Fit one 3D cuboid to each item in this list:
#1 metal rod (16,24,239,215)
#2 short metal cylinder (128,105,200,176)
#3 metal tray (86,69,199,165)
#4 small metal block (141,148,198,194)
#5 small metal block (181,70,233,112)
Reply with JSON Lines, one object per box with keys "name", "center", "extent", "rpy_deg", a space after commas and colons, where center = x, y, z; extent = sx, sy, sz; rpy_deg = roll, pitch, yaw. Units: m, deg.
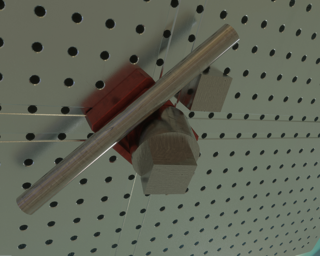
{"name": "metal rod", "center": [-0.034, -0.010, 0.346], "extent": [0.300, 0.025, 0.025], "rpy_deg": [-40, 129, -1]}
{"name": "short metal cylinder", "center": [0.003, 0.019, 0.379], "extent": [0.081, 0.050, 0.079], "rpy_deg": [-8, 131, -9]}
{"name": "metal tray", "center": [-0.018, 0.000, 0.398], "extent": [0.090, 0.030, 0.130], "rpy_deg": [-42, 130, 0]}
{"name": "small metal block", "center": [0.009, 0.051, 0.358], "extent": [0.050, 0.025, 0.050], "rpy_deg": [4, 129, -18]}
{"name": "small metal block", "center": [0.062, -0.050, 0.414], "extent": [0.050, 0.025, 0.050], "rpy_deg": [1, 118, -29]}
